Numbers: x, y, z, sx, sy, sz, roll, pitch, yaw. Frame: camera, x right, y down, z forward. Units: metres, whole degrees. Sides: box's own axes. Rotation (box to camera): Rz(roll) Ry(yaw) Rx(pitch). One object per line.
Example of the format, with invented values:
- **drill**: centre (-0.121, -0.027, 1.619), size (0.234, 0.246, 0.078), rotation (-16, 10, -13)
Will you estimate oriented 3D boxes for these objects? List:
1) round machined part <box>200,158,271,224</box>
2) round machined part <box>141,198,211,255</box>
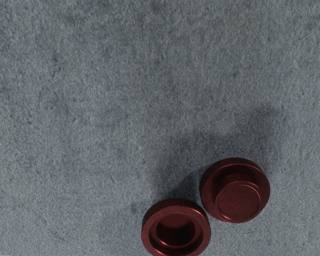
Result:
- **round machined part**: centre (0.107, 0.094, 0.437), size (0.099, 0.042, 0.097), rotation (0, 110, -1)
- **round machined part**: centre (0.023, 0.143, 0.454), size (0.099, 0.042, 0.097), rotation (0, 110, -1)
